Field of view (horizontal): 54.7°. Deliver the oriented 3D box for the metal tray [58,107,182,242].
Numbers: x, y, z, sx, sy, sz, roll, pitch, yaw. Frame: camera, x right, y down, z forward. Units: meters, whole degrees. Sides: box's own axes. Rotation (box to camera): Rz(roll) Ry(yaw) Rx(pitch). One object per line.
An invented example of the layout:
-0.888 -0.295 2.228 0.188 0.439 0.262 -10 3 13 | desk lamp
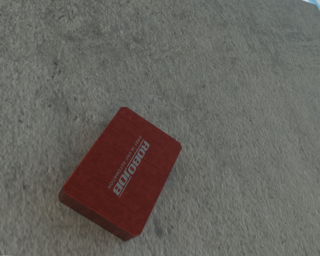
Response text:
-0.039 0.047 0.352 0.090 0.030 0.130 34 51 -6 | metal tray
